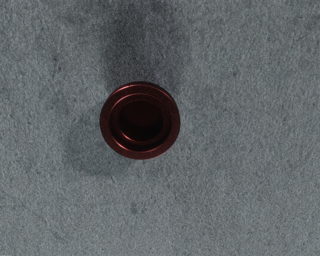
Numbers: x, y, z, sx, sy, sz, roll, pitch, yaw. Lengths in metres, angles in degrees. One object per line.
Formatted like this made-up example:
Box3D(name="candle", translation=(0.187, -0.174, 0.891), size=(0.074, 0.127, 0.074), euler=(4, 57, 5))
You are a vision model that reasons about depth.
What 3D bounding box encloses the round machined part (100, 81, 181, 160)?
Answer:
Box3D(name="round machined part", translation=(-0.024, -0.012, 0.396), size=(0.099, 0.042, 0.097), euler=(0, 110, -1))
